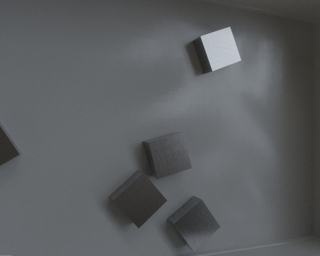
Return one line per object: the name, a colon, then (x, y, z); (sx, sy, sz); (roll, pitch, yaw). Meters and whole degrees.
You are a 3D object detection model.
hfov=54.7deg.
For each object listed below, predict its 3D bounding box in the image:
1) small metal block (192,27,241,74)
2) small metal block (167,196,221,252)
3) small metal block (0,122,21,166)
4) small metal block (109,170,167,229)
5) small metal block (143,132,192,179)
small metal block: (0.081, -0.110, 0.442); (0.050, 0.025, 0.050); (-23, 98, -19)
small metal block: (0.047, 0.132, 0.429); (0.050, 0.025, 0.050); (-37, 102, -17)
small metal block: (-0.191, 0.021, 0.340); (0.050, 0.025, 0.050); (-33, 101, -17)
small metal block: (-0.028, 0.091, 0.401); (0.050, 0.025, 0.050); (-42, 104, -15)
small metal block: (0.010, 0.036, 0.415); (0.050, 0.025, 0.050); (-16, 96, -20)
